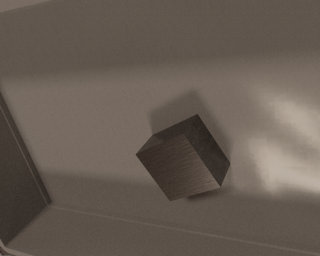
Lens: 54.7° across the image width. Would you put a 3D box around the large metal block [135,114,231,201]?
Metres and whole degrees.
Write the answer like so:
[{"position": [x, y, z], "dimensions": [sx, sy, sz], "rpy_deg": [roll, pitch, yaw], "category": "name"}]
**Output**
[{"position": [0.030, 0.040, 0.400], "dimensions": [0.080, 0.050, 0.080], "rpy_deg": [-26, 105, 36], "category": "large metal block"}]
